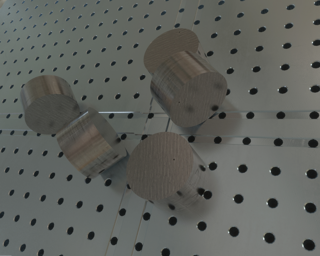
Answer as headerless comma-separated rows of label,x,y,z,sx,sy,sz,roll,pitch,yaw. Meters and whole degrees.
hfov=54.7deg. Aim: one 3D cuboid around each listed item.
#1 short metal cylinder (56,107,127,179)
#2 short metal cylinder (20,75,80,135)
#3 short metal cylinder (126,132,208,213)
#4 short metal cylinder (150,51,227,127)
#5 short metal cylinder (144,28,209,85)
short metal cylinder,-0.089,0.019,0.408,0.050,0.080,0.080,-36,51,4
short metal cylinder,-0.173,-0.036,0.486,0.080,0.080,0.050,-36,51,4
short metal cylinder,0.009,0.051,0.356,0.080,0.050,0.080,-13,56,21
short metal cylinder,0.035,-0.047,0.383,0.080,0.080,0.050,-39,51,2
short metal cylinder,0.024,-0.092,0.436,0.080,0.050,0.080,-13,56,21
